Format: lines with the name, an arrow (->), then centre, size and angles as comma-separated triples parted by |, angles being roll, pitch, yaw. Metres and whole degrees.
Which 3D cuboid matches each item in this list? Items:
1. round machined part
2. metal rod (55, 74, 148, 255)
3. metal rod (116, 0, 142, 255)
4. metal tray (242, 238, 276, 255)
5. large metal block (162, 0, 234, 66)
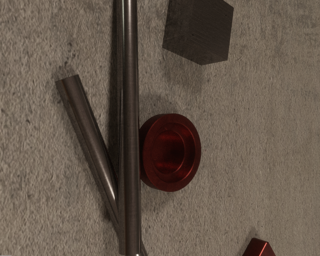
round machined part -> 0.005, 0.030, 0.400 | 0.099, 0.042, 0.097 | 0, 90, -40
metal rod -> -0.053, 0.085, 0.362 | 0.025, 0.025, 0.298 | -29, 109, -36
metal rod -> -0.036, -0.013, 0.355 | 0.025, 0.025, 0.298 | 4, 81, -40
metal tray -> 0.163, 0.273, 0.542 | 0.131, 0.030, 0.090 | -46, 118, -30
large metal block -> 0.055, -0.142, 0.437 | 0.081, 0.050, 0.080 | 14, 81, -40
